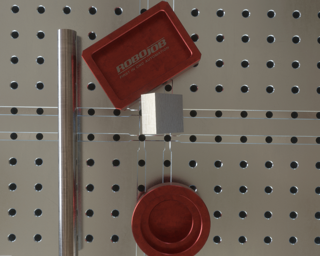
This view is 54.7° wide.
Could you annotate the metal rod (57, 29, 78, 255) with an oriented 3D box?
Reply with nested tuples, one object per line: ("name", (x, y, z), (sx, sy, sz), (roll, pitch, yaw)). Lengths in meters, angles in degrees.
("metal rod", (-0.122, 0.021, 0.411), (0.025, 0.025, 0.298), (0, 90, -1))

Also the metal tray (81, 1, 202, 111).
("metal tray", (-0.024, -0.093, 0.410), (0.130, 0.030, 0.090), (-33, 90, -1))

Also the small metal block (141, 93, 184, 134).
("small metal block", (0.004, -0.018, 0.400), (0.050, 0.025, 0.050), (-2, 91, -45))

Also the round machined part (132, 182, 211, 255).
("round machined part", (0.014, 0.120, 0.405), (0.099, 0.042, 0.097), (0, 90, -1))
